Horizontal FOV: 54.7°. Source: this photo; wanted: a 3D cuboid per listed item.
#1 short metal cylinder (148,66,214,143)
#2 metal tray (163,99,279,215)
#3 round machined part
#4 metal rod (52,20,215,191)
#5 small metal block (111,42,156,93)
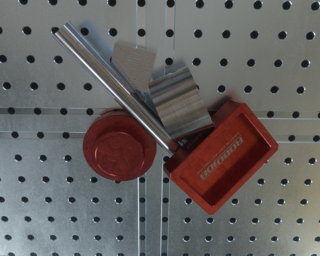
[{"bbox_3d":[0.026,-0.028,0.374,0.050,0.080,0.080,-24,109,8],"label":"short metal cylinder"},{"bbox_3d":[0.080,0.038,0.403,0.130,0.030,0.090,-45,113,-2],"label":"metal tray"},{"bbox_3d":[-0.054,0.029,0.413,0.099,0.042,0.097,0,110,-1],"label":"round machined part"},{"bbox_3d":[-0.012,-0.007,0.393,0.025,0.025,0.300,-38,114,12],"label":"metal rod"},{"bbox_3d":[-0.035,-0.076,0.385,0.050,0.025,0.050,12,110,-5],"label":"small metal block"}]
